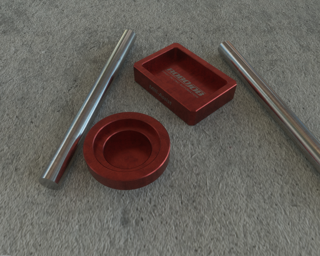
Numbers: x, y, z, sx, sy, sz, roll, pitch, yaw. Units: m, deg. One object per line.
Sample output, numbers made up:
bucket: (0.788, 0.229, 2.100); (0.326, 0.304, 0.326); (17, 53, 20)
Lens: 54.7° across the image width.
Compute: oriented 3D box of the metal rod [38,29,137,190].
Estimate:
metal rod: (-0.089, -0.048, 0.442); (0.025, 0.025, 0.300); (11, 51, 9)

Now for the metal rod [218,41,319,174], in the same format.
metal rod: (0.162, -0.028, 0.428); (0.025, 0.025, 0.300); (-16, 52, -14)

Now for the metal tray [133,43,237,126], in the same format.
metal tray: (0.034, -0.070, 0.458); (0.091, 0.030, 0.130); (-33, 58, -25)

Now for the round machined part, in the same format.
round machined part: (-0.038, 0.030, 0.366); (0.099, 0.042, 0.098); (0, 50, 0)
